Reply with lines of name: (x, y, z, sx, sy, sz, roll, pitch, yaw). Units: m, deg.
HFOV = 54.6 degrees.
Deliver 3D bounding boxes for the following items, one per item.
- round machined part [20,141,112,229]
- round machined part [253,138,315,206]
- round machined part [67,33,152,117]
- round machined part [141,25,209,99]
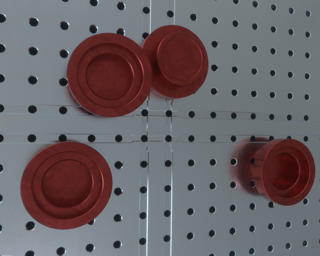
round machined part: (-0.109, 0.064, 0.364, 0.099, 0.042, 0.097, 0, 90, -20)
round machined part: (0.181, 0.064, 0.470, 0.099, 0.042, 0.097, 0, 90, -20)
round machined part: (-0.062, -0.062, 0.378, 0.099, 0.042, 0.097, 0, 92, -16)
round machined part: (0.021, -0.088, 0.411, 0.099, 0.042, 0.097, 0, 90, -20)
